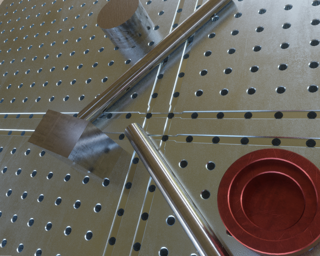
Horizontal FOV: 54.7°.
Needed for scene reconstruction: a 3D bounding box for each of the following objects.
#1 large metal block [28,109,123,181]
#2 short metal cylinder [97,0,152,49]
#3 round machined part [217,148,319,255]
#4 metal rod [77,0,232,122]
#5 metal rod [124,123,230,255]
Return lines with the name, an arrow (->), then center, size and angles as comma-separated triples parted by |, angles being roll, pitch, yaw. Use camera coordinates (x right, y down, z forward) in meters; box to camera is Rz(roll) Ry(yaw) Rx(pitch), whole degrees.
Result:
large metal block -> -0.111, 0.023, 0.415 | 0.080, 0.080, 0.050 | 15, 70, 33
short metal cylinder -> -0.060, -0.184, 0.535 | 0.080, 0.050, 0.080 | -13, 56, 20
round machined part -> 0.109, 0.072, 0.296 | 0.098, 0.042, 0.098 | -13, 56, 20
metal rod -> -0.006, -0.111, 0.478 | 0.300, 0.025, 0.025 | -41, 51, -1
metal rod -> 0.033, 0.097, 0.330 | 0.025, 0.025, 0.300 | -38, 51, 2
